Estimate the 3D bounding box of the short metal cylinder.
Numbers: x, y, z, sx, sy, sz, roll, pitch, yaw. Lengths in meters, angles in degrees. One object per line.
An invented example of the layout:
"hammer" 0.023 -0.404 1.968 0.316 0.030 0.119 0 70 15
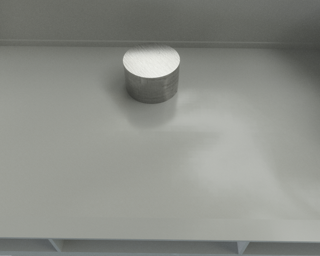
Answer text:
"short metal cylinder" -0.012 -0.082 0.458 0.080 0.050 0.080 0 50 0
